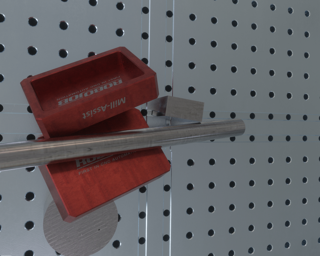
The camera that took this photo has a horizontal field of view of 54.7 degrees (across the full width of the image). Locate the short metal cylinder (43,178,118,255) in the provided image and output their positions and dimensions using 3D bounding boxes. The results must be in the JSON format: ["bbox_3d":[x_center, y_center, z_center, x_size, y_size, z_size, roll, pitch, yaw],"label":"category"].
[{"bbox_3d":[-0.094,0.103,0.365,0.081,0.050,0.079,0,91,-20],"label":"short metal cylinder"}]

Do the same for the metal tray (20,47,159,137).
[{"bbox_3d":[-0.079,-0.044,0.348,0.131,0.090,0.030,-24,133,-19],"label":"metal tray"}]

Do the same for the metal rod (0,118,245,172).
[{"bbox_3d":[-0.016,0.012,0.354,0.303,0.025,0.025,-6,92,-33],"label":"metal rod"}]

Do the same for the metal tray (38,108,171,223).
[{"bbox_3d":[-0.062,0.036,0.352,0.131,0.030,0.090,-21,75,-35],"label":"metal tray"}]

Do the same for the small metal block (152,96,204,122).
[{"bbox_3d":[0.023,-0.024,0.408,0.050,0.050,0.025,9,87,-20],"label":"small metal block"}]
